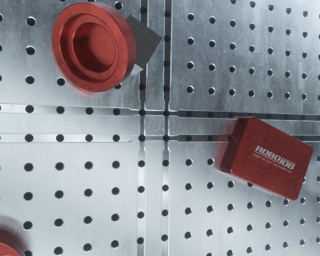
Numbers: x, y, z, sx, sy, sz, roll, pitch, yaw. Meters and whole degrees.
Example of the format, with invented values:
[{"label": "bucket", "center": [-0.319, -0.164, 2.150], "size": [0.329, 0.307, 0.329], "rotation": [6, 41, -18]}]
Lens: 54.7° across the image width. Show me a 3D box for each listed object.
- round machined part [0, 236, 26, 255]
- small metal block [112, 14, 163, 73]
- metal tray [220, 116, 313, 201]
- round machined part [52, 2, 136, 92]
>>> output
[{"label": "round machined part", "center": [-0.194, 0.162, 0.332], "size": [0.099, 0.042, 0.097], "rotation": [0, 90, -21]}, {"label": "small metal block", "center": [-0.033, -0.108, 0.401], "size": [0.050, 0.025, 0.050], "rotation": [32, 79, -18]}, {"label": "metal tray", "center": [0.165, 0.047, 0.473], "size": [0.131, 0.030, 0.090], "rotation": [24, 82, -19]}, {"label": "round machined part", "center": [-0.071, -0.094, 0.359], "size": [0.098, 0.098, 0.042], "rotation": [60, 32, -11]}]
